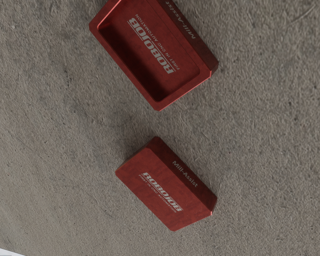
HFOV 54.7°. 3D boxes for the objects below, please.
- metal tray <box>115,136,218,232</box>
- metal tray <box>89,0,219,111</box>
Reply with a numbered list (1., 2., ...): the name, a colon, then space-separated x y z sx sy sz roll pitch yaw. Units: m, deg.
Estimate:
1. metal tray: 0.008 0.085 0.452 0.130 0.030 0.090 46 129 -5
2. metal tray: -0.008 -0.093 0.350 0.090 0.030 0.130 -33 101 38
